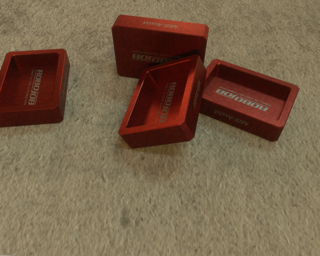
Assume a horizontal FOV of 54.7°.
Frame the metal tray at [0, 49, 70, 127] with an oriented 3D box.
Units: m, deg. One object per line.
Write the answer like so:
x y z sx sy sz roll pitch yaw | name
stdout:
-0.184 -0.062 0.449 0.091 0.030 0.130 -4 50 -4 | metal tray

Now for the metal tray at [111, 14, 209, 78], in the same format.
0.000 -0.112 0.454 0.131 0.089 0.030 9 51 7 | metal tray

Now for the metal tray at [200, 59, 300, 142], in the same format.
0.117 -0.044 0.437 0.130 0.030 0.090 24 54 18 | metal tray

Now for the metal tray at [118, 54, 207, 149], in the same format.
0.007 -0.037 0.406 0.090 0.030 0.130 -9 45 28 | metal tray
